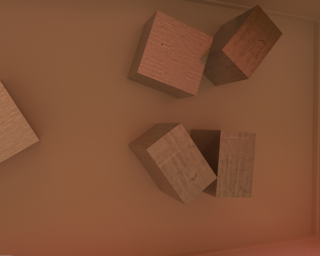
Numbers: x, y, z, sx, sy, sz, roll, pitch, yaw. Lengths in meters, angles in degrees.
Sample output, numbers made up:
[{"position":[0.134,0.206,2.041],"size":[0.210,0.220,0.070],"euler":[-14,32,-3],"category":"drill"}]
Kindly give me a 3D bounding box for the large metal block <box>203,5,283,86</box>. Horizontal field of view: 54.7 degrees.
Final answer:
[{"position":[0.102,-0.107,0.420],"size":[0.050,0.080,0.080],"euler":[42,77,-16],"category":"large metal block"}]

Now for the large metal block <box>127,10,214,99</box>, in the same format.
[{"position":[0.012,-0.091,0.403],"size":[0.081,0.050,0.080],"euler":[19,84,-20],"category":"large metal block"}]

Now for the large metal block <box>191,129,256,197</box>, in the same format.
[{"position":[0.079,0.044,0.412],"size":[0.050,0.080,0.080],"euler":[5,88,-20],"category":"large metal block"}]

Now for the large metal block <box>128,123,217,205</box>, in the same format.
[{"position":[0.013,0.041,0.387],"size":[0.050,0.080,0.080],"euler":[-38,103,-16],"category":"large metal block"}]

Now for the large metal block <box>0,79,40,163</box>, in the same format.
[{"position":[-0.187,-0.001,0.328],"size":[0.080,0.050,0.080],"euler":[-33,101,-17],"category":"large metal block"}]
